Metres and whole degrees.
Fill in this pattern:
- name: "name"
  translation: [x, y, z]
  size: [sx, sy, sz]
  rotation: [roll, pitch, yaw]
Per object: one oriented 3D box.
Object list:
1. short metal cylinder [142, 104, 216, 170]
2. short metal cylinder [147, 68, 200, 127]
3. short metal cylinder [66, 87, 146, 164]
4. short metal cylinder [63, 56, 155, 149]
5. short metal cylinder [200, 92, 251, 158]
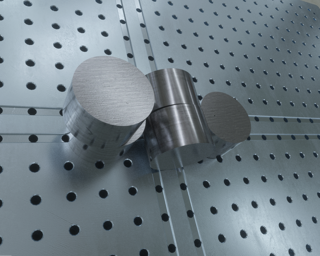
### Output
- name: "short metal cylinder"
  translation: [0.021, 0.013, 0.376]
  size: [0.081, 0.080, 0.050]
  rotation: [-1, 63, -29]
- name: "short metal cylinder"
  translation: [0.009, -0.032, 0.397]
  size: [0.081, 0.080, 0.050]
  rotation: [1, 62, -28]
- name: "short metal cylinder"
  translation: [-0.063, -0.004, 0.360]
  size: [0.081, 0.050, 0.080]
  rotation: [14, 56, -21]
- name: "short metal cylinder"
  translation: [-0.053, -0.025, 0.313]
  size: [0.081, 0.050, 0.080]
  rotation: [14, 56, -21]
- name: "short metal cylinder"
  translation: [0.079, -0.004, 0.436]
  size: [0.081, 0.050, 0.080]
  rotation: [14, 56, -21]
